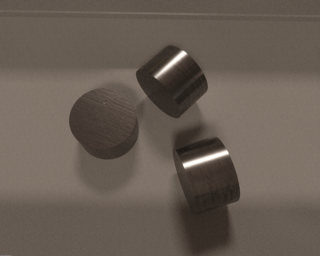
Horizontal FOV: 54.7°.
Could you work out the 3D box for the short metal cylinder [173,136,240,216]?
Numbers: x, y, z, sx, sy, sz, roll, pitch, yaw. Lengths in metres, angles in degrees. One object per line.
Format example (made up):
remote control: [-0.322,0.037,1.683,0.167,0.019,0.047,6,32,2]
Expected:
short metal cylinder: [0.052,0.055,0.361,0.050,0.080,0.080,-17,71,-6]

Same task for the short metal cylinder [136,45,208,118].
short metal cylinder: [0.015,-0.059,0.402,0.080,0.080,0.050,43,75,14]

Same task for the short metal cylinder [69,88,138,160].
short metal cylinder: [-0.069,-0.004,0.397,0.081,0.050,0.080,0,70,0]
